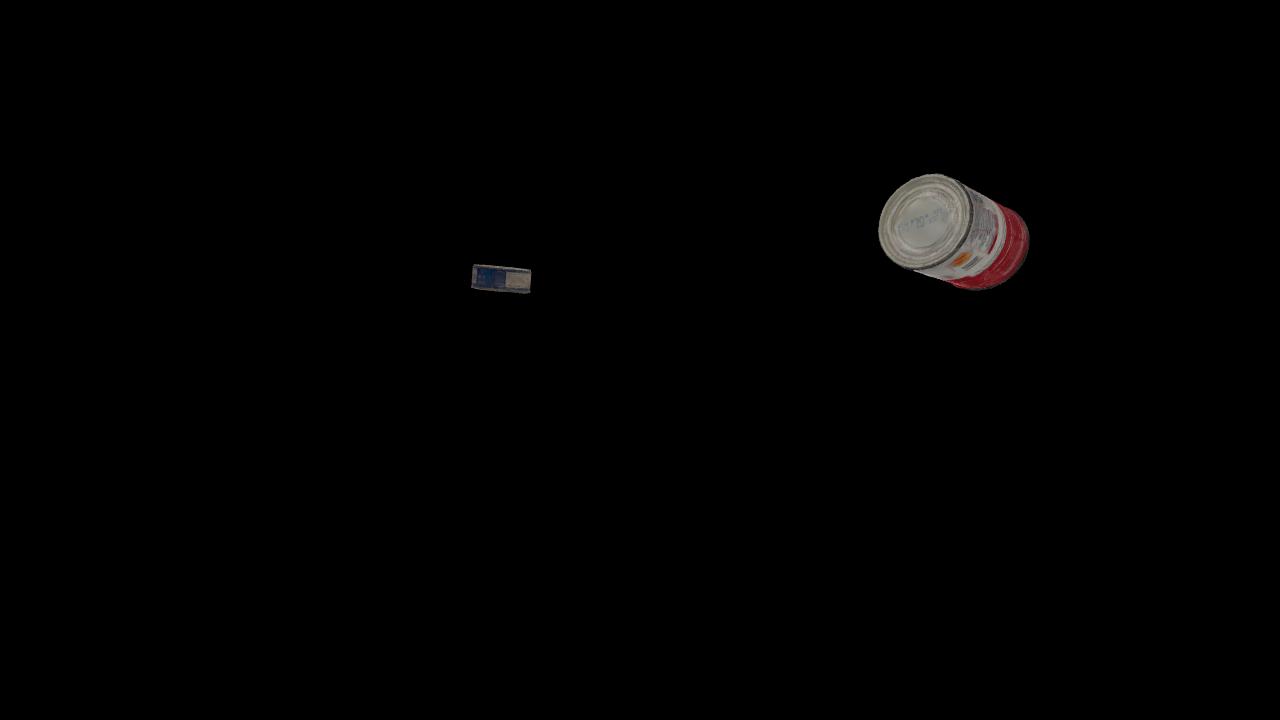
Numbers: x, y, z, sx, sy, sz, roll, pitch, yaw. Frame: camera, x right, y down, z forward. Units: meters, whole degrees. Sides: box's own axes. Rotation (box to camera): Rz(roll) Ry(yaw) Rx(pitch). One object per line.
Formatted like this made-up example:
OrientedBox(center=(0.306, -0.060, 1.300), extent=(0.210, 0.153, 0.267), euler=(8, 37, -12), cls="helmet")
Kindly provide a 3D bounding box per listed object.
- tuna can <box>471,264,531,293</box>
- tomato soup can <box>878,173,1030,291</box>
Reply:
OrientedBox(center=(-0.199, -0.117, 0.883), extent=(0.084, 0.034, 0.084), euler=(5, 9, -1), cls="tuna can")
OrientedBox(center=(0.230, -0.091, 0.451), extent=(0.101, 0.068, 0.068), euler=(5, -3, -40), cls="tomato soup can")
